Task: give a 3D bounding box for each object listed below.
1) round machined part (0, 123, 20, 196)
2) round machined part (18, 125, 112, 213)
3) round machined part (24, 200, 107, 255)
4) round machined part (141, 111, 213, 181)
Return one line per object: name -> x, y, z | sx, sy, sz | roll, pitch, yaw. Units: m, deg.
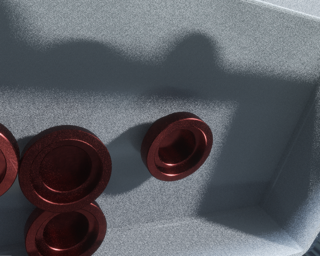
round machined part -> -0.192, 0.027, 0.304 | 0.099, 0.042, 0.097 | -9, 119, -17
round machined part -> -0.109, 0.043, 0.355 | 0.099, 0.042, 0.097 | -7, 108, -23
round machined part -> -0.123, 0.127, 0.401 | 0.099, 0.042, 0.097 | -9, 111, -25
round machined part -> 0.019, 0.021, 0.421 | 0.099, 0.042, 0.097 | -14, 124, -21
